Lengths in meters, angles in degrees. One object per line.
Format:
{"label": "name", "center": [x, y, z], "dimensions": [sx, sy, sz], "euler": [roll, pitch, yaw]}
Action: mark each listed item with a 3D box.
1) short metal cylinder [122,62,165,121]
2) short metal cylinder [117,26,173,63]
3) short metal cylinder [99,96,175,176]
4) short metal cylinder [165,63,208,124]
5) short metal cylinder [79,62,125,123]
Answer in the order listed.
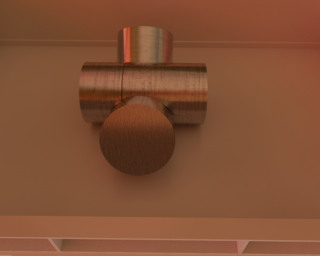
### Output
{"label": "short metal cylinder", "center": [-0.019, -0.045, 0.405], "dimensions": [0.050, 0.080, 0.080], "euler": [1, 50, 1]}
{"label": "short metal cylinder", "center": [-0.021, -0.109, 0.449], "dimensions": [0.080, 0.080, 0.050], "euler": [1, 88, 1]}
{"label": "short metal cylinder", "center": [-0.024, 0.007, 0.352], "dimensions": [0.080, 0.079, 0.050], "euler": [0, 16, 0]}
{"label": "short metal cylinder", "center": [0.032, -0.045, 0.405], "dimensions": [0.050, 0.080, 0.080], "euler": [1, 50, 1]}
{"label": "short metal cylinder", "center": [-0.070, -0.046, 0.405], "dimensions": [0.050, 0.080, 0.080], "euler": [1, 50, 1]}
